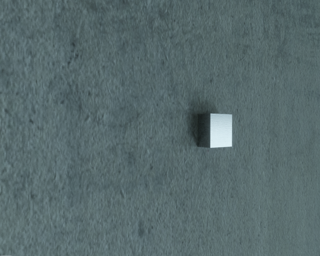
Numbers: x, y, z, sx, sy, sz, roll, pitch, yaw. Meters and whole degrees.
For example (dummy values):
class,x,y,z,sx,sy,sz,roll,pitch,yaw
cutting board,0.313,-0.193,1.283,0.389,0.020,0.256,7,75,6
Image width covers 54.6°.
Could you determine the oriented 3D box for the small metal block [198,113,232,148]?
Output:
class,x,y,z,sx,sy,sz,roll,pitch,yaw
small metal block,0.084,0.004,0.474,0.050,0.025,0.050,0,90,-40
